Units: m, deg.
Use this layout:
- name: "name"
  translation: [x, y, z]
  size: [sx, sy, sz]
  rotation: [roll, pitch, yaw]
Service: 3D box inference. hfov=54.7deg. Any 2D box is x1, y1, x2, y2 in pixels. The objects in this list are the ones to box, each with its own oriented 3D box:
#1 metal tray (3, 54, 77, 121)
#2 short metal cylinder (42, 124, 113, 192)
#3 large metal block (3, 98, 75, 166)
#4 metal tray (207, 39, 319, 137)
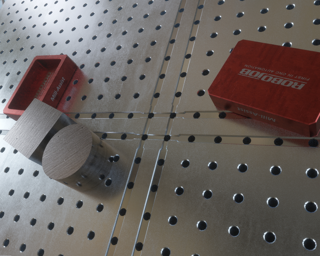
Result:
- name: "metal tray"
  translation: [-0.217, -0.073, 0.563]
  size: [0.090, 0.030, 0.130]
  rotation: [6, 65, 31]
- name: "short metal cylinder"
  translation: [-0.112, 0.041, 0.426]
  size: [0.080, 0.050, 0.080]
  rotation: [-13, 56, 21]
- name: "large metal block"
  translation: [-0.181, 0.009, 0.482]
  size: [0.080, 0.050, 0.080]
  rotation: [24, 74, 36]
- name: "metal tray"
  translation: [0.134, -0.052, 0.367]
  size: [0.130, 0.030, 0.090]
  rotation: [23, 74, 36]
